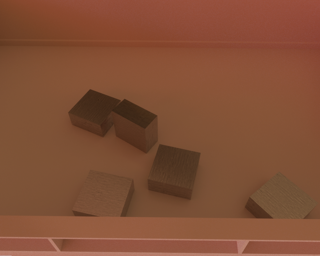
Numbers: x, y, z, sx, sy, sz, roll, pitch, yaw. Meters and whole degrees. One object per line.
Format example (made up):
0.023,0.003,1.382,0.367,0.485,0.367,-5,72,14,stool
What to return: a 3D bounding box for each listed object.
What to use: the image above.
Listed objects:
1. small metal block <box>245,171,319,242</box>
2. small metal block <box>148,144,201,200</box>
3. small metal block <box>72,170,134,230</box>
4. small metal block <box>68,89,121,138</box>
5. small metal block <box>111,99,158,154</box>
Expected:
0.130,0.084,0.335,0.050,0.025,0.050,-32,57,-24,small metal block
0.017,0.051,0.362,0.050,0.025,0.050,12,51,9,small metal block
-0.060,0.078,0.339,0.050,0.025,0.050,10,51,8,small metal block
-0.087,-0.021,0.422,0.050,0.025,0.050,21,53,16,small metal block
-0.031,-0.002,0.390,0.050,0.050,0.025,28,56,21,small metal block
